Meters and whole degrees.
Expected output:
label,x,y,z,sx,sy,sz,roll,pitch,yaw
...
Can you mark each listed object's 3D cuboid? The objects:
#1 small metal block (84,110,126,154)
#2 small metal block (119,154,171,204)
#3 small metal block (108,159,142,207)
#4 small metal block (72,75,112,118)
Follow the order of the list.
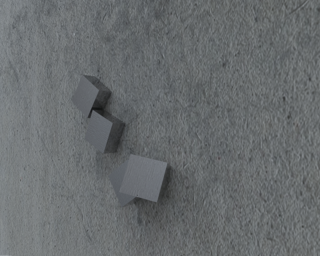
label,x,y,z,sx,sy,sz,roll,pitch,yaw
small metal block,-0.085,0.005,0.476,0.050,0.025,0.050,31,109,35
small metal block,-0.018,0.065,0.398,0.050,0.025,0.050,12,76,16
small metal block,-0.041,0.077,0.439,0.050,0.025,0.050,-41,65,32
small metal block,-0.110,-0.050,0.496,0.050,0.025,0.050,42,115,32
